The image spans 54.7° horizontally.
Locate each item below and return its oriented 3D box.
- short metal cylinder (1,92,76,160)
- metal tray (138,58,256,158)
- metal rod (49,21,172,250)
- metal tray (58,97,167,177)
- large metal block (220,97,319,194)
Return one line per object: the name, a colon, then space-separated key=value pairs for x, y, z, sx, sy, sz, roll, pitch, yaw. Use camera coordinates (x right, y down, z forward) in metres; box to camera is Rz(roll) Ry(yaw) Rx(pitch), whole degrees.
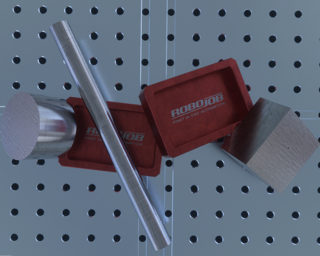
short metal cylinder: x=-0.150 y=-0.001 z=0.381 sx=0.080 sy=0.050 sz=0.080 roll=-3 pitch=85 yaw=34
metal tray: x=0.050 y=-0.026 z=0.392 sx=0.131 sy=0.030 sz=0.090 roll=-21 pitch=90 yaw=-17
metal rod: x=-0.061 y=0.009 z=0.383 sx=0.025 sy=0.025 sz=0.299 roll=-25 pitch=90 yaw=0
metal tray: x=-0.060 y=0.011 z=0.410 sx=0.131 sy=0.030 sz=0.089 roll=7 pitch=90 yaw=0
large metal block: x=0.137 y=0.022 z=0.384 sx=0.080 sy=0.050 sz=0.080 roll=38 pitch=90 yaw=-31
